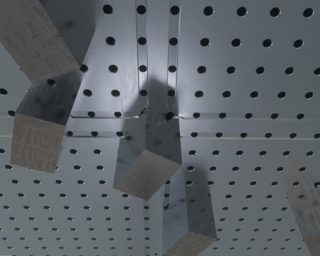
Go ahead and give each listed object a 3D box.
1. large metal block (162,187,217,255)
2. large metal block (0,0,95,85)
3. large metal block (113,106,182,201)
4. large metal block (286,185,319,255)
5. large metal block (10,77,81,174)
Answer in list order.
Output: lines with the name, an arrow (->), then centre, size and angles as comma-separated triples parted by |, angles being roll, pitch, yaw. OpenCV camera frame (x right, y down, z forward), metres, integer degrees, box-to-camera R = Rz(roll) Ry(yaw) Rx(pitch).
large metal block -> 0.045, 0.159, 0.511 | 0.050, 0.080, 0.080 | 22, 127, -18
large metal block -> -0.109, -0.101, 0.289 | 0.050, 0.080, 0.080 | -16, 128, 13
large metal block -> -0.016, 0.033, 0.404 | 0.050, 0.080, 0.080 | 25, 126, -20
large metal block -> 0.255, 0.156, 0.510 | 0.050, 0.080, 0.080 | -23, 127, 18
large metal block -> -0.135, -0.006, 0.369 | 0.050, 0.080, 0.080 | 16, 128, -13
